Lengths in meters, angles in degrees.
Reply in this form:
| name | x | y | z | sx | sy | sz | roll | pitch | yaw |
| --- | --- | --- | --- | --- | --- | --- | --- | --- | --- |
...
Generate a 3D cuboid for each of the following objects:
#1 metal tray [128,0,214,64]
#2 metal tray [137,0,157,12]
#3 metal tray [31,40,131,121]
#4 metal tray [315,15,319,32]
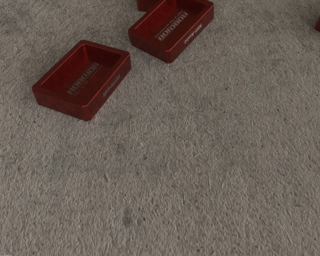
| name | x | y | z | sx | sy | sz | roll | pitch | yaw |
| --- | --- | --- | --- | --- | --- | --- | --- | --- | --- |
| metal tray | 0.020 | -0.178 | 0.530 | 0.090 | 0.030 | 0.130 | 33 | 70 | 24 |
| metal tray | 0.027 | -0.266 | 0.623 | 0.131 | 0.030 | 0.090 | 8 | 50 | 6 |
| metal tray | -0.112 | -0.076 | 0.462 | 0.090 | 0.030 | 0.130 | 19 | 52 | 15 |
| metal tray | 0.364 | -0.195 | 0.566 | 0.131 | 0.030 | 0.090 | -28 | 56 | -22 |
